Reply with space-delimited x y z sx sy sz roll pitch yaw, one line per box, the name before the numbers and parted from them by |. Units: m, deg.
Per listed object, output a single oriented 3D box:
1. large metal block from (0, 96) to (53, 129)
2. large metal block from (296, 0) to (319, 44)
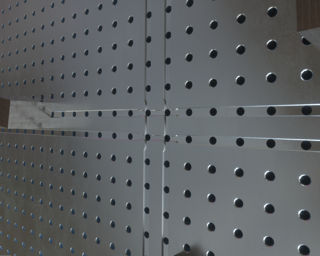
large metal block | -0.264 -0.031 0.587 0.080 0.081 0.050 15 100 38
large metal block | 0.163 -0.123 0.259 0.080 0.050 0.079 -3 88 39
